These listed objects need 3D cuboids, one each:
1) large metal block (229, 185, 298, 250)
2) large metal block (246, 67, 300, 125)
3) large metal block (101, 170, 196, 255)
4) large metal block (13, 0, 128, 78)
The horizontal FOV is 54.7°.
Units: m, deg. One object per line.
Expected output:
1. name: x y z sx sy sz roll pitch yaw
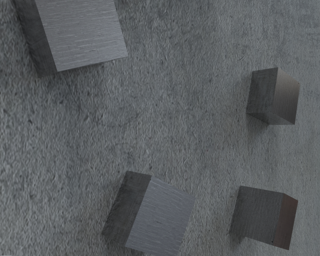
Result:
1. large metal block: 0.171 0.146 0.512 0.050 0.080 0.080 29 72 -37
2. large metal block: 0.206 -0.054 0.561 0.080 0.050 0.080 19 78 -38
3. large metal block: -0.011 0.107 0.379 0.080 0.050 0.080 33 70 -35
4. large metal block: -0.089 -0.101 0.314 0.081 0.050 0.080 -24 105 -38
